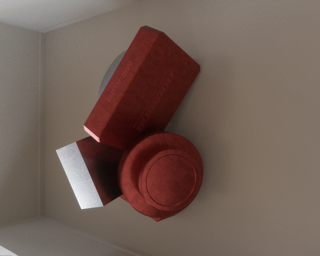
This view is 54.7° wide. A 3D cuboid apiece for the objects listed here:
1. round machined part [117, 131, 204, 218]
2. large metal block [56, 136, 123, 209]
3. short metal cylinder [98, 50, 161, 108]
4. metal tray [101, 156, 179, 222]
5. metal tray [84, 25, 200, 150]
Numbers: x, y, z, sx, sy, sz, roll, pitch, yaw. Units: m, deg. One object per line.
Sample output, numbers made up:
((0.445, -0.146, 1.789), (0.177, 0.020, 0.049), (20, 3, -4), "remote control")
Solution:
((0.005, 0.054, 0.347), (0.042, 0.099, 0.097), (-165, 79, -69), "round machined part")
((-0.071, 0.046, 0.395), (0.050, 0.081, 0.080), (-20, 93, 44), "large metal block")
((-0.034, -0.053, 0.395), (0.080, 0.050, 0.080), (-30, 46, 37), "short metal cylinder")
((-0.028, 0.055, 0.422), (0.130, 0.030, 0.089), (22, 104, 37), "metal tray")
((-0.017, -0.036, 0.354), (0.030, 0.090, 0.130), (34, 95, 38), "metal tray")
